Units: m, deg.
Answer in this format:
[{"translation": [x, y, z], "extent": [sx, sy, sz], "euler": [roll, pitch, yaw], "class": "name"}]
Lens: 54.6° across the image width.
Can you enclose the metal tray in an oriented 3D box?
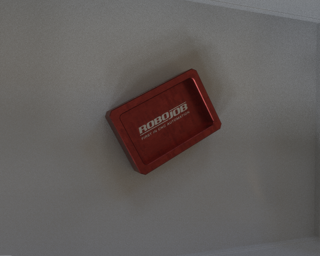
[{"translation": [0.007, -0.010, 0.407], "extent": [0.131, 0.030, 0.090], "euler": [-30, 100, -18], "class": "metal tray"}]
